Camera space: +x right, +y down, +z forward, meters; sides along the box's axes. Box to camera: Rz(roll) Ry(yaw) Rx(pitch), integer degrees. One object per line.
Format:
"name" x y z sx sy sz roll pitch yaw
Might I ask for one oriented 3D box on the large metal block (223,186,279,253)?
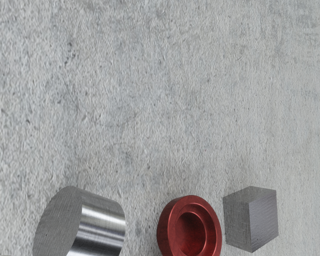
"large metal block" 0.154 0.149 0.521 0.081 0.050 0.079 -9 96 -40

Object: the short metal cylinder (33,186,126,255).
"short metal cylinder" -0.079 0.103 0.304 0.050 0.080 0.080 32 70 -36

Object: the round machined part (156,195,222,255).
"round machined part" 0.034 0.142 0.413 0.099 0.042 0.098 19 60 -35
